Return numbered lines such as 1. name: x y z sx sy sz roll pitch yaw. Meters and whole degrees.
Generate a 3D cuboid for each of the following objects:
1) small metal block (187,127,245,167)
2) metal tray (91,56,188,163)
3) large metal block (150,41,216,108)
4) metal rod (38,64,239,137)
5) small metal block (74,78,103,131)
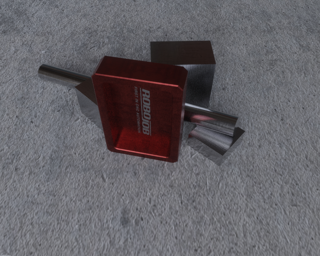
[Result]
1. small metal block: 0.071 0.013 0.395 0.050 0.025 0.050 34 58 25
2. metal tray: -0.019 -0.015 0.349 0.090 0.129 0.030 9 51 8
3. large metal block: 0.028 -0.072 0.428 0.081 0.080 0.050 -2 50 -2
4. metal rod: -0.043 -0.044 0.423 0.301 0.025 0.025 17 52 20
5. small metal block: -0.083 -0.030 0.412 0.050 0.050 0.025 37 59 26
